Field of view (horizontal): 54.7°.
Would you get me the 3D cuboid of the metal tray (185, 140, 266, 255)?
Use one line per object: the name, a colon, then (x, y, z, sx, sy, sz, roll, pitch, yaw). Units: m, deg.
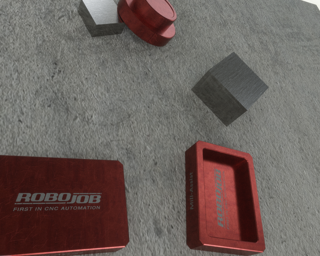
metal tray: (0.079, 0.087, 0.391, 0.091, 0.030, 0.130, 15, 55, -20)

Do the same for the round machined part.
round machined part: (-0.013, -0.178, 0.480, 0.098, 0.042, 0.098, 28, 41, -27)

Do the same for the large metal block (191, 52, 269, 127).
large metal block: (0.111, -0.062, 0.488, 0.080, 0.050, 0.080, 47, 51, 4)

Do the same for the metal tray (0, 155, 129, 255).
metal tray: (-0.100, 0.076, 0.301, 0.131, 0.030, 0.090, 6, 59, -26)

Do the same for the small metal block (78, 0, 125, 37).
small metal block: (-0.086, -0.165, 0.459, 0.050, 0.025, 0.050, -19, 72, -36)
